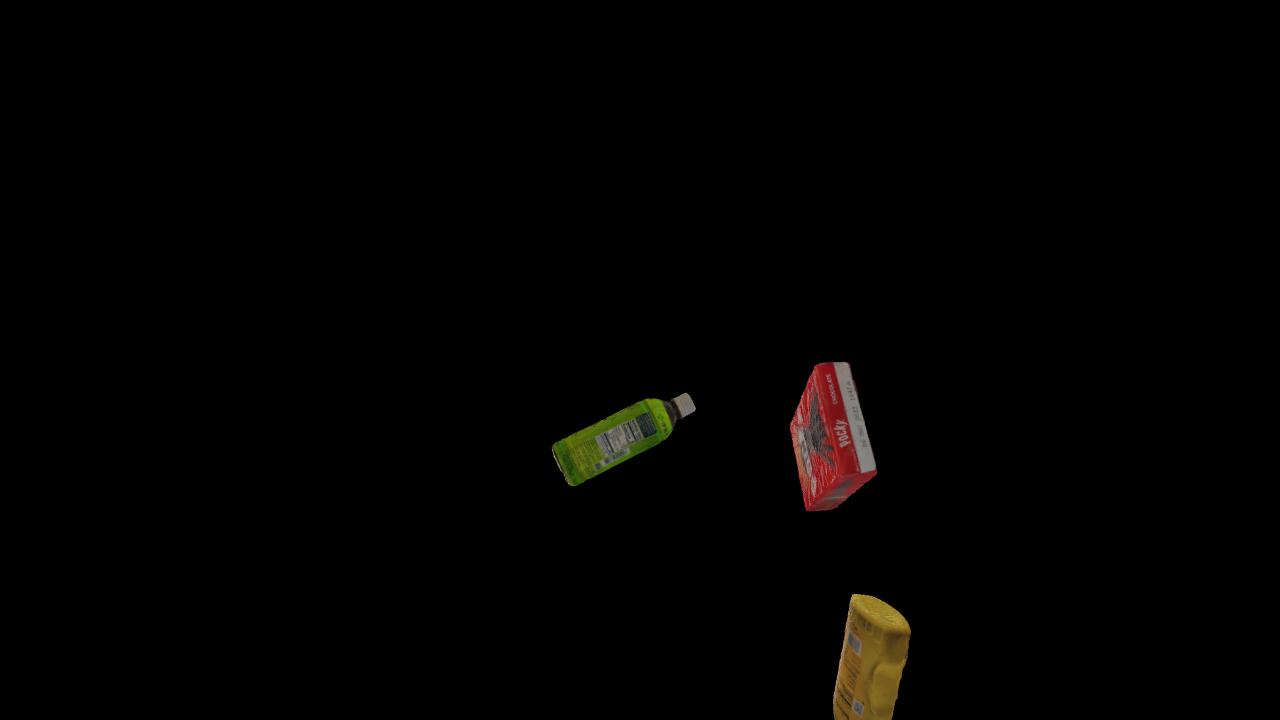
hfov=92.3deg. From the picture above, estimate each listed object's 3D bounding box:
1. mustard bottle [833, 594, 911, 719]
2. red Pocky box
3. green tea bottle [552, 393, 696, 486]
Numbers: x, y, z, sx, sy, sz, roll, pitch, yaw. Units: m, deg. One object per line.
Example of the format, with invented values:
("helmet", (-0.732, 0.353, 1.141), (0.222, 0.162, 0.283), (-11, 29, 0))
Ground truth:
("mustard bottle", (0.255, 0.372, 0.699), (0.054, 0.184, 0.092), (10, 3, -12))
("red Pocky box", (0.146, 0.068, 0.486), (0.028, 0.083, 0.155), (-9, -23, 3))
("green tea bottle", (-0.019, 0.107, 0.887), (0.212, 0.073, 0.073), (-24, 2, -5))
